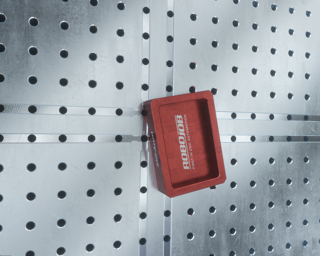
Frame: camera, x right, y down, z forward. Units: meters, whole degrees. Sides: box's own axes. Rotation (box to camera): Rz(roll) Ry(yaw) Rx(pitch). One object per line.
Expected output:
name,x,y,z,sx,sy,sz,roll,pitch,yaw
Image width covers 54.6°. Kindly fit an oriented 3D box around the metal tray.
metal tray,0.035,0.019,0.422,0.091,0.030,0.129,-11,94,-20
